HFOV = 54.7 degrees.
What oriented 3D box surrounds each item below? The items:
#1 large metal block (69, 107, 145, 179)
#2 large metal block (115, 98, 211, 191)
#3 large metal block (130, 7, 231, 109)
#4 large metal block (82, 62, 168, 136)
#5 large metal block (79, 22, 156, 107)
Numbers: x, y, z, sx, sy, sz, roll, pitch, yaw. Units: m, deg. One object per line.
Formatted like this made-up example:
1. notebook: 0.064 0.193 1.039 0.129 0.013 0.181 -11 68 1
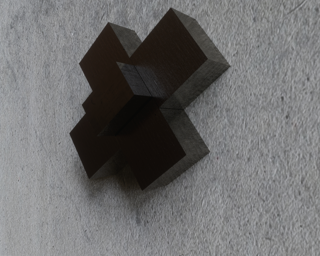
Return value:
1. large metal block: -0.077 0.017 0.451 0.080 0.050 0.080 -44 64 31
2. large metal block: 0.001 0.020 0.386 0.080 0.050 0.080 -44 64 31
3. large metal block: 0.022 -0.079 0.370 0.080 0.050 0.080 -44 64 31
4. large metal block: -0.039 -0.033 0.400 0.080 0.081 0.050 -44 64 31
5. large metal block: -0.059 -0.085 0.435 0.080 0.050 0.080 -44 64 31
